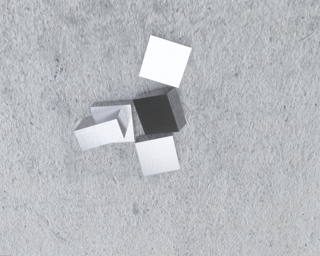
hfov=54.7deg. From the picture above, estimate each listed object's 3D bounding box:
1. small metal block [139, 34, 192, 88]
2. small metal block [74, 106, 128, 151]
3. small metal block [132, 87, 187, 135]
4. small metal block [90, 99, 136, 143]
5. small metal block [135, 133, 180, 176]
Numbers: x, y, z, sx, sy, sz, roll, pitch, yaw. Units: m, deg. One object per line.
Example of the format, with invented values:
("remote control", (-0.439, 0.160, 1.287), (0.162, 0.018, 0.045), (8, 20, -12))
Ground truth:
("small metal block", (0.006, -0.082, 0.379), (0.050, 0.025, 0.050), (16, 109, -6))
("small metal block", (-0.068, -0.001, 0.369), (0.050, 0.050, 0.025), (-16, 109, 6))
("small metal block", (0.000, -0.021, 0.391), (0.050, 0.025, 0.050), (-6, 113, 32))
("small metal block", (-0.060, -0.009, 0.406), (0.050, 0.025, 0.050), (-4, 110, 1))
("small metal block", (-0.003, 0.033, 0.422), (0.050, 0.025, 0.050), (-12, 110, 4))
